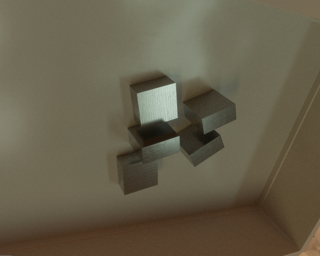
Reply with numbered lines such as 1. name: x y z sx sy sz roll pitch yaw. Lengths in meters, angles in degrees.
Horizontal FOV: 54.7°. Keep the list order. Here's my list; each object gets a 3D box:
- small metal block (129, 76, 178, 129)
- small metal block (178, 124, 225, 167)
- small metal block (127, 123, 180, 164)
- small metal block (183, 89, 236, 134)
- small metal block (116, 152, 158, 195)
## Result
1. small metal block: -0.007 -0.032 0.386 0.050 0.025 0.050 -18 126 -18
2. small metal block: 0.053 0.019 0.436 0.050 0.050 0.025 -32 129 -8
3. small metal block: -0.009 0.015 0.399 0.050 0.050 0.025 -17 126 -19
4. small metal block: 0.066 -0.023 0.416 0.050 0.050 0.025 -24 127 -14
5. small metal block: -0.031 0.060 0.430 0.050 0.025 0.050 -14 124 -21
